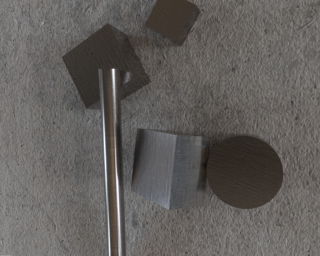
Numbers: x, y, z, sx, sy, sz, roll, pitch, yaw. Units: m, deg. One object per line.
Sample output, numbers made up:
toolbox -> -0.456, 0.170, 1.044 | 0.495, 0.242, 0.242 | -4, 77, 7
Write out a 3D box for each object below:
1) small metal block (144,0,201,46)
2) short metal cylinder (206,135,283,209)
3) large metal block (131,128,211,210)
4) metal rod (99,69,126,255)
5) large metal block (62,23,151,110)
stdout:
small metal block -> 0.016, -0.143, 0.403 | 0.050, 0.025, 0.050 | 32, 100, 17
short metal cylinder -> 0.098, 0.048, 0.359 | 0.080, 0.050, 0.080 | 0, 91, 17
large metal block -> 0.011, 0.045, 0.373 | 0.080, 0.050, 0.079 | 9, 94, 54
metal rod -> -0.060, 0.075, 0.401 | 0.025, 0.025, 0.298 | 4, 102, 20
large metal block -> -0.072, -0.079, 0.421 | 0.080, 0.050, 0.080 | -30, 80, 17
